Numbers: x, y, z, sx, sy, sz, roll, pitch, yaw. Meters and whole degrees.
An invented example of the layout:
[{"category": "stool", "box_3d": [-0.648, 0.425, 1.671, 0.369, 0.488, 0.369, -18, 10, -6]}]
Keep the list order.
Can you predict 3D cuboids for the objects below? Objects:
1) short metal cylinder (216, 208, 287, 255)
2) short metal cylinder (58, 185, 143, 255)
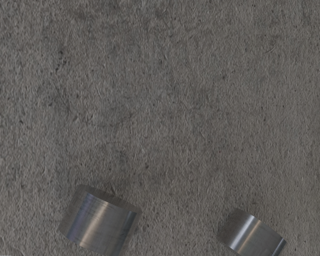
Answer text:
[{"category": "short metal cylinder", "box_3d": [0.124, 0.156, 0.426, 0.080, 0.080, 0.050, 42, 77, -15]}, {"category": "short metal cylinder", "box_3d": [-0.067, 0.104, 0.355, 0.080, 0.080, 0.050, 27, 81, -18]}]
